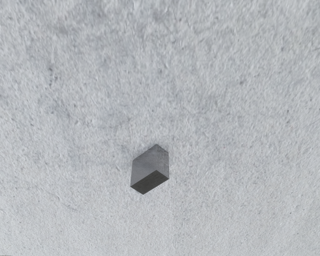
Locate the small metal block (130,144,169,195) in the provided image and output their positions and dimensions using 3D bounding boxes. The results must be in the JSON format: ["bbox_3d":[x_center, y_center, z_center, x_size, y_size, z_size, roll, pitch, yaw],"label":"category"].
[{"bbox_3d":[-0.014,0.058,0.440,0.050,0.050,0.025,-36,122,26],"label":"small metal block"}]
